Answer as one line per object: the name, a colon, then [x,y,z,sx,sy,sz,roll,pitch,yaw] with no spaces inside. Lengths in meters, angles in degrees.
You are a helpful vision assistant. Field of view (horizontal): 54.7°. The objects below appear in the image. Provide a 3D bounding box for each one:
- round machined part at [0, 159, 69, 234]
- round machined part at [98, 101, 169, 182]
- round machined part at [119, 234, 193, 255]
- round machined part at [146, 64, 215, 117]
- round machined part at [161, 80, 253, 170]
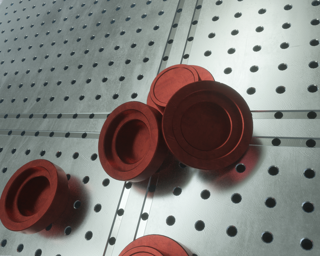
round machined part: [-0.165,0.095,0.424,0.098,0.042,0.098,-13,56,20]
round machined part: [-0.028,0.019,0.388,0.098,0.042,0.098,-11,71,35]
round machined part: [-0.010,0.156,0.306,0.098,0.042,0.098,-13,56,20]
round machined part: [0.026,-0.045,0.411,0.098,0.042,0.098,-13,56,20]
round machined part: [0.051,-0.001,0.351,0.099,0.042,0.097,0,82,-3]
